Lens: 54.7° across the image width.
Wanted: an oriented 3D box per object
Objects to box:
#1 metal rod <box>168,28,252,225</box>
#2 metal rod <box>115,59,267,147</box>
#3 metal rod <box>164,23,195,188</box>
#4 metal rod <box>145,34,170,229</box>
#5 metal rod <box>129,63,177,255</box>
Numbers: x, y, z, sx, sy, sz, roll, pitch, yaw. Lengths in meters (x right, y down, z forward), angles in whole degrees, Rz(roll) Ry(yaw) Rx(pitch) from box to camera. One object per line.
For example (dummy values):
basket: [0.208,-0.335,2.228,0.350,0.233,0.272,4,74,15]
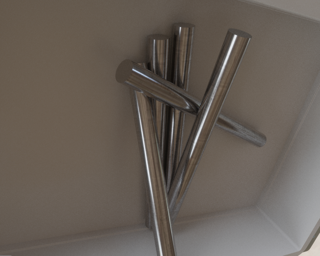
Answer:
metal rod: [0.045,0.024,0.392,0.025,0.025,0.298,-4,129,-27]
metal rod: [0.065,-0.018,0.409,0.302,0.025,0.025,21,107,-45]
metal rod: [0.020,0.011,0.428,0.025,0.025,0.298,-11,123,-23]
metal rod: [-0.006,0.026,0.422,0.025,0.025,0.298,-12,124,-22]
metal rod: [-0.005,0.073,0.377,0.025,0.025,0.298,-13,100,-22]
